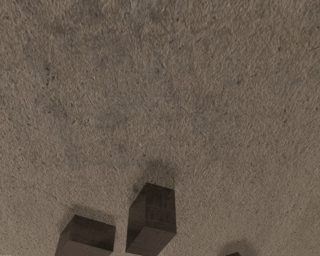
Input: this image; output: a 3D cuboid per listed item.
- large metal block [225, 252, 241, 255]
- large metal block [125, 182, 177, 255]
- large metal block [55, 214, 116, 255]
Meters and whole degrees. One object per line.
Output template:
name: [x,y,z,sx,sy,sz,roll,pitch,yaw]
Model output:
large metal block: [0.163,0.321,0.647,0.050,0.080,0.080,-27,126,20]
large metal block: [-0.015,0.148,0.497,0.050,0.080,0.079,19,128,-16]
large metal block: [-0.137,0.212,0.569,0.080,0.050,0.080,24,126,-20]
